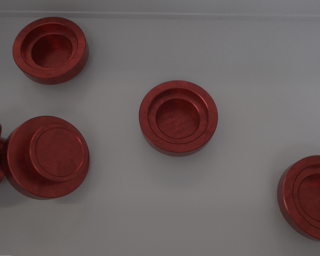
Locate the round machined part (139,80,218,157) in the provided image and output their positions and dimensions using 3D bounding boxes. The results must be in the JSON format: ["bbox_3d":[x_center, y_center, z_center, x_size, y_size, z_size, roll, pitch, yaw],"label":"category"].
[{"bbox_3d":[0.023,-0.009,0.404,0.099,0.042,0.098,0,70,0],"label":"round machined part"}]

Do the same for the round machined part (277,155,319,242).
[{"bbox_3d":[0.189,0.085,0.371,0.099,0.042,0.098,0,70,0],"label":"round machined part"}]

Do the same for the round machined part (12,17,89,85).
[{"bbox_3d":[-0.149,-0.104,0.437,0.099,0.042,0.098,0,70,0],"label":"round machined part"}]

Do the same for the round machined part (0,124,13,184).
[{"bbox_3d":[-0.209,0.040,0.366,0.042,0.098,0.098,28,66,-35],"label":"round machined part"}]

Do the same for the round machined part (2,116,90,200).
[{"bbox_3d":[-0.124,0.032,0.360,0.099,0.042,0.098,19,62,-39],"label":"round machined part"}]
